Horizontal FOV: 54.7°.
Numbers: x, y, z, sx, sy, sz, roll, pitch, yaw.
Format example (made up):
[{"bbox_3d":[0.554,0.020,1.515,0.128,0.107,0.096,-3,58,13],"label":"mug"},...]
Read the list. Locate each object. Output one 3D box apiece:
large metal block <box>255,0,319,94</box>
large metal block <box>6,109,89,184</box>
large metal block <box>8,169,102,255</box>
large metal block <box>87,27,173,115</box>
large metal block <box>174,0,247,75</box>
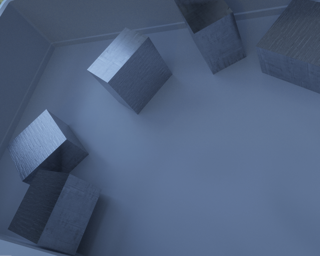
[{"bbox_3d":[0.172,-0.096,0.358,0.080,0.050,0.080,33,80,38],"label":"large metal block"},{"bbox_3d":[-0.165,0.033,0.454,0.080,0.050,0.080,-44,51,-3],"label":"large metal block"},{"bbox_3d":[-0.129,0.100,0.382,0.080,0.050,0.080,-2,59,44],"label":"large metal block"},{"bbox_3d":[-0.040,-0.079,0.438,0.050,0.080,0.080,34,81,38],"label":"large metal block"},{"bbox_3d":[0.068,-0.134,0.416,0.050,0.080,0.080,-28,53,11],"label":"large metal block"}]
